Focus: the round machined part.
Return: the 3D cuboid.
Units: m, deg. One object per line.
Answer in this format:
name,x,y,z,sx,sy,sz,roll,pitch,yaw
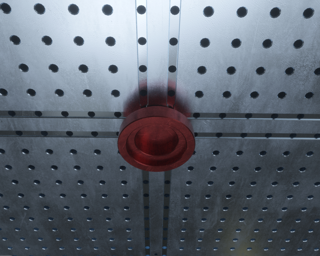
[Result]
round machined part,-0.005,0.010,0.408,0.099,0.042,0.097,0,130,0
